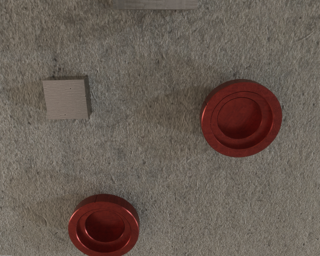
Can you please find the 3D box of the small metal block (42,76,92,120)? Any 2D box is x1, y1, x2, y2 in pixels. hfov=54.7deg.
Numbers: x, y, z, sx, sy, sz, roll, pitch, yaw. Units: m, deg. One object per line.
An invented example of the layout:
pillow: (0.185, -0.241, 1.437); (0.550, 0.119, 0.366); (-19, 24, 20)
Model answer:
small metal block: (-0.116, -0.039, 0.394); (0.050, 0.025, 0.050); (-1, 110, 0)

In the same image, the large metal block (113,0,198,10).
large metal block: (-0.005, -0.151, 0.325); (0.081, 0.080, 0.050); (0, 110, -1)

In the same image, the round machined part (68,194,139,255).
round machined part: (-0.079, 0.137, 0.450); (0.099, 0.042, 0.097); (0, 110, -1)

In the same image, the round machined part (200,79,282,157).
round machined part: (0.100, -0.015, 0.397); (0.099, 0.042, 0.097); (0, 110, -1)
